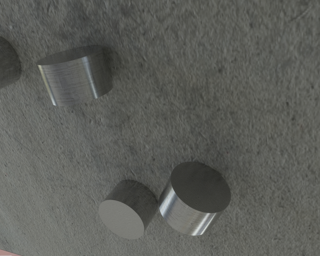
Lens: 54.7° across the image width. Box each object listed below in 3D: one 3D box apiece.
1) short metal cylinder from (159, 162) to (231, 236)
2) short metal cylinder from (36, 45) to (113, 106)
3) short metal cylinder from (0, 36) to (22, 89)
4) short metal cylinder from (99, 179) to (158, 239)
[{"bbox_3d":[0.044,0.090,0.403,0.080,0.080,0.050,29,128,9],"label":"short metal cylinder"},{"bbox_3d":[-0.103,-0.066,0.383,0.080,0.080,0.050,2,119,27],"label":"short metal cylinder"},{"bbox_3d":[-0.259,-0.096,0.465,0.080,0.050,0.079,13,124,20],"label":"short metal cylinder"},{"bbox_3d":[-0.050,0.130,0.496,0.080,0.050,0.079,13,124,20],"label":"short metal cylinder"}]
